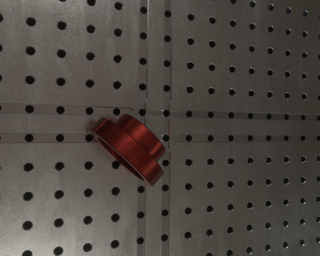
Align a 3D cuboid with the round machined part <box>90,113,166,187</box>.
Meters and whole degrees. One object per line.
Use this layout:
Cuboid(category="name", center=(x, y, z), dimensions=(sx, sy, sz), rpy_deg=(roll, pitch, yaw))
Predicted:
Cuboid(category="round machined part", center=(-0.032, 0.021, 0.363), dimensions=(0.098, 0.098, 0.042), rpy_deg=(46, 76, -15))
